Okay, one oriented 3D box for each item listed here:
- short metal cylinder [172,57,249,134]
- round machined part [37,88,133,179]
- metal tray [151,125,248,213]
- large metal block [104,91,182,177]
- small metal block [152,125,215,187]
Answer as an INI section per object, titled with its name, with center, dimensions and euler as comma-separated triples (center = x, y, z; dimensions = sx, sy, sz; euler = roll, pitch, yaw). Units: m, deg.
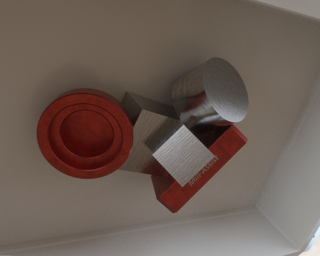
[short metal cylinder]
center = 0.061, -0.038, 0.375
dimensions = 0.081, 0.080, 0.050
euler = 17, 153, -35
[round machined part]
center = -0.079, 0.003, 0.341
dimensions = 0.099, 0.042, 0.097
euler = -2, 111, -4
[metal tray]
center = 0.047, 0.043, 0.417
dimensions = 0.130, 0.090, 0.030
euler = -45, 102, 3
[large metal block]
center = -0.016, 0.010, 0.390
dimensions = 0.081, 0.050, 0.080
euler = 16, 110, -35
[small metal block]
center = 0.028, 0.032, 0.361
dimensions = 0.050, 0.050, 0.025
euler = -44, 168, 3
